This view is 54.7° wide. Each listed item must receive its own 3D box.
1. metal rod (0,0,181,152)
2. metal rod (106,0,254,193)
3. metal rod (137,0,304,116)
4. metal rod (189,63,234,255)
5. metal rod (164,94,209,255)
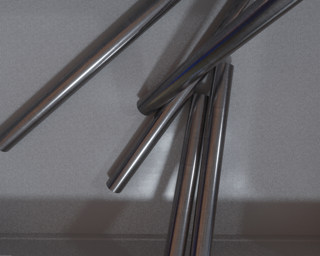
[{"bbox_3d":[-0.098,-0.067,0.385,0.300,0.025,0.025,-38,106,12],"label":"metal rod"},{"bbox_3d":[0.018,-0.032,0.399,0.025,0.025,0.299,32,107,-11],"label":"metal rod"},{"bbox_3d":[0.069,-0.087,0.299,0.025,0.025,0.299,42,136,-14],"label":"metal rod"},{"bbox_3d":[0.059,0.070,0.374,0.025,0.025,0.298,8,86,-3],"label":"metal rod"},{"bbox_3d":[0.026,0.105,0.378,0.025,0.025,0.299,11,82,-4],"label":"metal rod"}]
